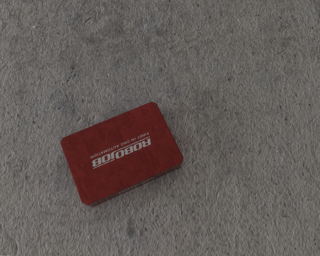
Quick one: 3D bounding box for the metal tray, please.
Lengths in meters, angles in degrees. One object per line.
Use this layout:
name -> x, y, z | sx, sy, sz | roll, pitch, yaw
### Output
metal tray -> -0.047, 0.032, 0.394 | 0.131, 0.030, 0.090 | -23, 72, -8
